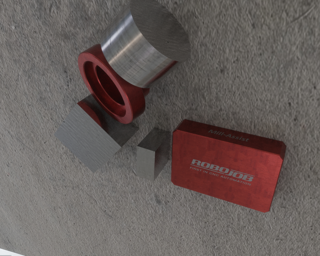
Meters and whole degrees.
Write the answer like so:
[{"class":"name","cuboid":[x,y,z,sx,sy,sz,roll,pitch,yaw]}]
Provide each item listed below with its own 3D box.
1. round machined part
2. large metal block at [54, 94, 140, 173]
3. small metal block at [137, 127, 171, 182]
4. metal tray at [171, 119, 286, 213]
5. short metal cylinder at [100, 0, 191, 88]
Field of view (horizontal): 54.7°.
[{"class":"round machined part","cuboid":[-0.050,-0.056,0.371,0.098,0.042,0.098,39,153,25]},{"class":"large metal block","cuboid":[-0.091,0.005,0.442,0.080,0.050,0.080,45,129,-4]},{"class":"small metal block","cuboid":[-0.008,0.035,0.416,0.025,0.050,0.050,16,125,19]},{"class":"metal tray","cuboid":[0.081,0.047,0.390,0.130,0.030,0.089,14,124,20]},{"class":"short metal cylinder","cuboid":[-0.014,-0.089,0.323,0.050,0.080,0.080,-34,99,37]}]
